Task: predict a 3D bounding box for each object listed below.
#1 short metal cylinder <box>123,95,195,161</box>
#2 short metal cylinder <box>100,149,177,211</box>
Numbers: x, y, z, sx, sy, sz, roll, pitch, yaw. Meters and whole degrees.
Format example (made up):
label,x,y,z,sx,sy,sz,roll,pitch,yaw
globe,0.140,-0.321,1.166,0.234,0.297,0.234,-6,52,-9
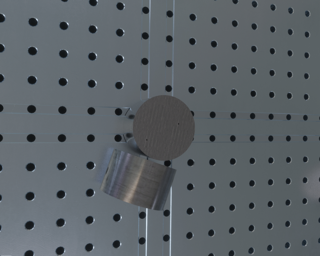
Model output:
label,x,y,z,sx,sy,sz,roll,pitch,yaw
short metal cylinder,-0.002,0.000,0.398,0.081,0.050,0.079,0,90,-20
short metal cylinder,-0.026,0.061,0.374,0.080,0.080,0.050,21,83,-19
